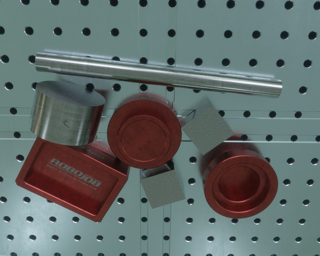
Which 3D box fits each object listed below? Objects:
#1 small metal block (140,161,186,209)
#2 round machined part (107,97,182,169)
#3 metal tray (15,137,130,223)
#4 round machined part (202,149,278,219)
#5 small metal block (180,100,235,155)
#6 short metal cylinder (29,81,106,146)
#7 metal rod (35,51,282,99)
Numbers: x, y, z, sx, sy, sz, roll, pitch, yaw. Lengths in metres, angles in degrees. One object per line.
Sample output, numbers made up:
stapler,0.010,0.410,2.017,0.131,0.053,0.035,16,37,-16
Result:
small metal block,0.004,0.082,0.444,0.050,0.025,0.050,-18,109,6
round machined part,-0.021,0.010,0.407,0.099,0.042,0.097,0,107,0
metal tray,-0.120,0.066,0.434,0.131,0.030,0.090,29,108,-10
round machined part,0.108,0.073,0.432,0.099,0.042,0.097,0,110,0
small metal block,0.062,-0.001,0.414,0.050,0.025,0.050,-36,106,12
short metal cylinder,-0.112,-0.020,0.376,0.080,0.080,0.050,17,109,-6
metal rod,0.001,-0.066,0.388,0.302,0.025,0.025,6,110,-3
